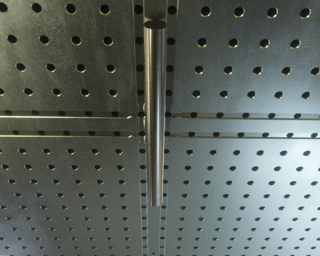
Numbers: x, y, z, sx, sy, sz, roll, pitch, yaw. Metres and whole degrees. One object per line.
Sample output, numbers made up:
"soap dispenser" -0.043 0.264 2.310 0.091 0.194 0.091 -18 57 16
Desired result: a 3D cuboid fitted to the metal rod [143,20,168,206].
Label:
"metal rod" -0.006 0.006 0.417 0.025 0.025 0.298 0 130 -1
